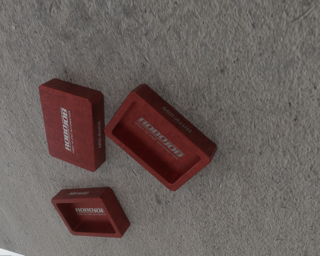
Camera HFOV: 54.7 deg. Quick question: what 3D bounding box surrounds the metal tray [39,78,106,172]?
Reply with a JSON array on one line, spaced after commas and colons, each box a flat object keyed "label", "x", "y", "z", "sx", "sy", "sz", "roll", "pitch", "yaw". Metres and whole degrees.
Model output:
[{"label": "metal tray", "x": -0.130, "y": -0.003, "z": 0.471, "sx": 0.090, "sy": 0.030, "sz": 0.129, "roll": 17, "pitch": 125, "yaw": 18}]

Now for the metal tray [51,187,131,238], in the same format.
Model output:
[{"label": "metal tray", "x": -0.128, "y": 0.155, "z": 0.566, "sx": 0.130, "sy": 0.030, "sz": 0.090, "roll": -10, "pitch": 114, "yaw": 32}]

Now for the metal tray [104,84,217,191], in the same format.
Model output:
[{"label": "metal tray", "x": -0.002, "y": 0.015, "z": 0.413, "sx": 0.130, "sy": 0.030, "sz": 0.090, "roll": 41, "pitch": 129, "yaw": 0}]
